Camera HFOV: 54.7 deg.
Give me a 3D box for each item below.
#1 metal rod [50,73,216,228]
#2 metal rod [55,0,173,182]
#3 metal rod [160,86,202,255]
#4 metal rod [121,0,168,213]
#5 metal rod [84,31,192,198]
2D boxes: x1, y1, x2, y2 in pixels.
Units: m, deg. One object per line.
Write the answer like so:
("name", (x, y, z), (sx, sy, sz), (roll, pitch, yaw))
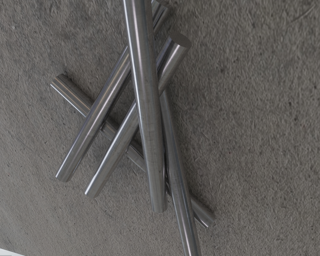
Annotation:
("metal rod", (-0.037, 0.034, 0.447), (0.300, 0.025, 0.025), (43, 129, -2))
("metal rod", (-0.073, -0.029, 0.401), (0.025, 0.025, 0.298), (38, 121, 3))
("metal rod", (0.023, 0.071, 0.413), (0.025, 0.025, 0.298), (-2, 110, 29))
("metal rod", (-0.011, 0.000, 0.351), (0.025, 0.025, 0.298), (14, 134, 20))
("metal rod", (-0.044, 0.007, 0.399), (0.025, 0.025, 0.298), (37, 130, 3))
